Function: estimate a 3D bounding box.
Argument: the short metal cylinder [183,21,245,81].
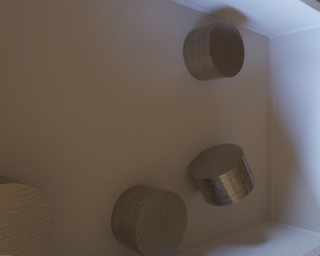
[{"bbox_3d":[0.081,-0.112,0.460,0.081,0.050,0.079,0,90,-40],"label":"short metal cylinder"}]

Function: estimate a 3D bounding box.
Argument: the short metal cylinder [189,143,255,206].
[{"bbox_3d":[0.090,0.066,0.449,0.080,0.080,0.050,-42,116,-32],"label":"short metal cylinder"}]

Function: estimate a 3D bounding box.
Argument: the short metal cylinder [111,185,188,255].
[{"bbox_3d":[-0.012,0.114,0.382,0.081,0.050,0.079,0,90,-40],"label":"short metal cylinder"}]

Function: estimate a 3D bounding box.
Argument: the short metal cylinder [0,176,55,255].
[{"bbox_3d":[-0.142,0.085,0.273,0.081,0.050,0.079,0,90,-40],"label":"short metal cylinder"}]
